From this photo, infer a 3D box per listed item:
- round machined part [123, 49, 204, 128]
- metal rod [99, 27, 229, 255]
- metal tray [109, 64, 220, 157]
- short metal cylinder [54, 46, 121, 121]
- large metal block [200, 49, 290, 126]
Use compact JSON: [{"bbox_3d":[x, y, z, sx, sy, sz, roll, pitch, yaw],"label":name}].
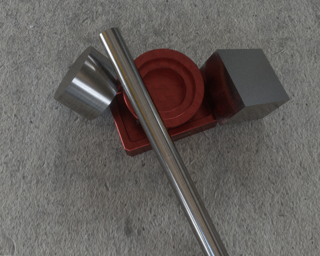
[{"bbox_3d":[0.003,-0.046,0.392,0.099,0.042,0.097,0,85,-5],"label":"round machined part"},{"bbox_3d":[0.006,0.026,0.354,0.025,0.025,0.299,-26,89,-9],"label":"metal rod"},{"bbox_3d":[0.003,-0.026,0.416,0.131,0.030,0.090,-19,71,-8],"label":"metal tray"},{"bbox_3d":[-0.089,-0.056,0.393,0.050,0.080,0.080,35,69,-26],"label":"short metal cylinder"},{"bbox_3d":[0.105,-0.054,0.399,0.081,0.050,0.080,-10,68,-32],"label":"large metal block"}]
